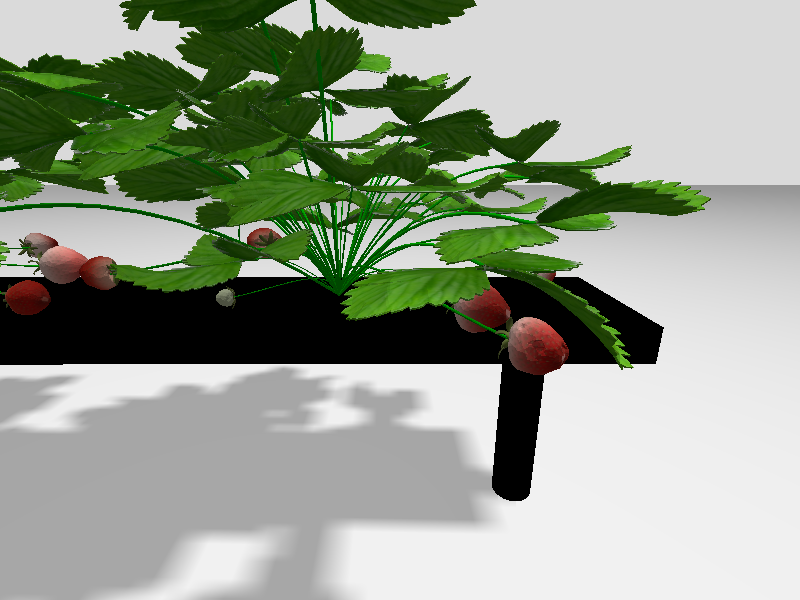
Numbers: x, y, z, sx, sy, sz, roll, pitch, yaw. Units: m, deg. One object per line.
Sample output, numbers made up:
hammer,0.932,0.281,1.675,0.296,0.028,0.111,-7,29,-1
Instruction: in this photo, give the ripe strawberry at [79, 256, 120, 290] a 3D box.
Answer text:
ripe strawberry,-0.289,-0.025,0.383,0.033,0.033,0.031,1,18,5

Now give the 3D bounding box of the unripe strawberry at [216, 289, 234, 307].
unripe strawberry,-0.146,-0.002,0.333,0.014,0.015,0.013,-7,19,-19

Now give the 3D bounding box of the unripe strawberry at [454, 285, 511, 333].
unripe strawberry,0.058,0.006,0.279,0.038,0.037,0.035,14,22,35

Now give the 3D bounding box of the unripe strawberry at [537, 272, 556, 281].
unripe strawberry,0.146,-0.026,0.402,0.022,0.021,0.020,6,16,-14

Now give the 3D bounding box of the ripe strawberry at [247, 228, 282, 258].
ripe strawberry,-0.173,-0.073,0.511,0.044,0.039,0.040,-13,21,-35

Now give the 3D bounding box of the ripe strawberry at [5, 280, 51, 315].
ripe strawberry,-0.290,-0.001,0.315,0.028,0.027,0.026,5,18,12

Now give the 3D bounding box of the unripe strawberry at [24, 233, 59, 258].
unripe strawberry,-0.466,-0.072,0.523,0.032,0.034,0.035,4,18,12

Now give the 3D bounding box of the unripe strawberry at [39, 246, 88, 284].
unripe strawberry,-0.338,-0.036,0.406,0.039,0.038,0.036,-4,18,-15
